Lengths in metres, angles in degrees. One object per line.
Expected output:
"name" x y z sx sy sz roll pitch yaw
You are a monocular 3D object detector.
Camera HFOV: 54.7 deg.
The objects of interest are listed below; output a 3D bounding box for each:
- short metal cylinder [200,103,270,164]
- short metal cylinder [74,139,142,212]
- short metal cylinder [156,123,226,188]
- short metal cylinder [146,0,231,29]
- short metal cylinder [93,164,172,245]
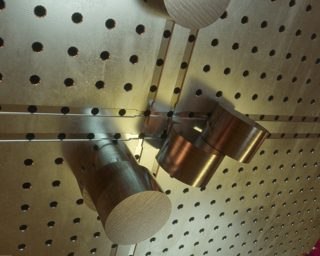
"short metal cylinder" 0.105 0.006 0.437 0.081 0.080 0.050 19 108 -36
"short metal cylinder" -0.064 0.061 0.398 0.081 0.050 0.079 -14 124 -21
"short metal cylinder" 0.042 0.036 0.421 0.081 0.080 0.050 17 110 -35
"short metal cylinder" 0.029 -0.148 0.319 0.081 0.050 0.079 -14 125 -21
"short metal cylinder" -0.033 0.090 0.368 0.081 0.050 0.079 -14 124 -21
